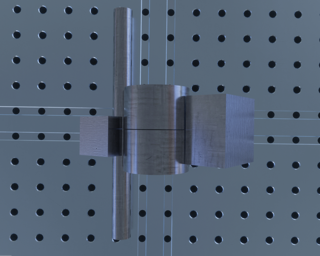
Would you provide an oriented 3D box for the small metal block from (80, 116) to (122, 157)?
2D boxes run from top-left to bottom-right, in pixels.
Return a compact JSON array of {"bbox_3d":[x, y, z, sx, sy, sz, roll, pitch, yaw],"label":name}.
[{"bbox_3d":[-0.076,0.010,0.398,0.050,0.025,0.050,0,89,34],"label":"small metal block"}]

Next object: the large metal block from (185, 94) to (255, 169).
[{"bbox_3d":[0.075,0.003,0.375,0.050,0.081,0.079,1,91,38],"label":"large metal block"}]

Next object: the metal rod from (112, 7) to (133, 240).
[{"bbox_3d":[-0.050,-0.006,0.408,0.025,0.025,0.298,0,90,0],"label":"metal rod"}]

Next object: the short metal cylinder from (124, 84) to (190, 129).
[{"bbox_3d":[-0.004,-0.024,0.382,0.081,0.080,0.050,1,90,0],"label":"short metal cylinder"}]

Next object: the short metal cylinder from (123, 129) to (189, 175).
[{"bbox_3d":[-0.004,0.027,0.382,0.081,0.080,0.050,1,90,0],"label":"short metal cylinder"}]
